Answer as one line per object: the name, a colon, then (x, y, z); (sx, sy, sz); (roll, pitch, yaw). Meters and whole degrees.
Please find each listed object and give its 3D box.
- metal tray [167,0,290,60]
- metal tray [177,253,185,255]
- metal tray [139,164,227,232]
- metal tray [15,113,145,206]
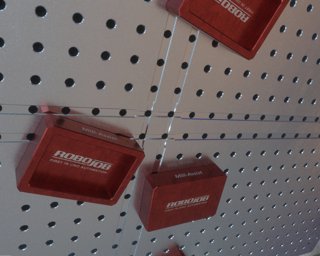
metal tray: (0.083, -0.146, 0.361); (0.131, 0.030, 0.090); (19, 108, -35)
metal tray: (0.012, 0.311, 0.606); (0.130, 0.030, 0.090); (-33, 129, -7)
metal tray: (0.037, 0.110, 0.496); (0.131, 0.030, 0.089); (-5, 121, -26)
metal tray: (-0.095, 0.044, 0.382); (0.131, 0.030, 0.090); (21, 107, -36)
